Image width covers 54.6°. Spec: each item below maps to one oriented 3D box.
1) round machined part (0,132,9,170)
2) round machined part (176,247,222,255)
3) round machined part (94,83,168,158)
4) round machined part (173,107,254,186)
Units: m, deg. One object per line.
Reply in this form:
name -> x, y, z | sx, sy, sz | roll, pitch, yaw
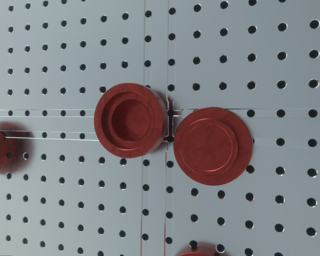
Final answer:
round machined part -> -0.290, 0.036, 0.507 | 0.098, 0.042, 0.097 | 0, 90, 20
round machined part -> 0.048, 0.205, 0.387 | 0.098, 0.042, 0.097 | 0, 90, 20
round machined part -> -0.035, -0.010, 0.417 | 0.098, 0.042, 0.097 | 0, 90, 20
round machined part -> 0.063, 0.023, 0.382 | 0.098, 0.042, 0.097 | 0, 90, 20
